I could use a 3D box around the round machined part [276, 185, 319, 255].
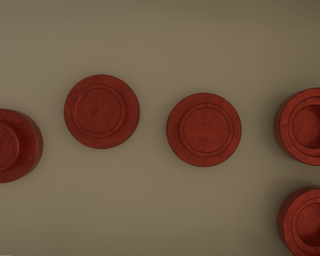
[{"bbox_3d":[0.201,0.123,0.404,0.099,0.042,0.097,0,90,0],"label":"round machined part"}]

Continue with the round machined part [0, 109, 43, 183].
[{"bbox_3d":[-0.208,0.023,0.401,0.099,0.042,0.097,0,90,0],"label":"round machined part"}]

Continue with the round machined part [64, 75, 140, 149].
[{"bbox_3d":[-0.076,-0.021,0.402,0.099,0.042,0.097,0,90,0],"label":"round machined part"}]

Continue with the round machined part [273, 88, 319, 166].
[{"bbox_3d":[0.196,-0.002,0.404,0.099,0.042,0.097,0,90,0],"label":"round machined part"}]

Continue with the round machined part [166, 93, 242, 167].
[{"bbox_3d":[0.057,0.003,0.403,0.099,0.042,0.097,0,90,0],"label":"round machined part"}]
